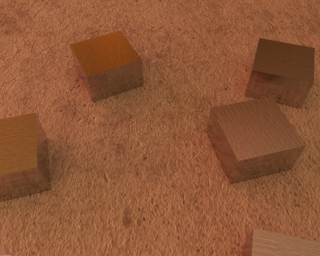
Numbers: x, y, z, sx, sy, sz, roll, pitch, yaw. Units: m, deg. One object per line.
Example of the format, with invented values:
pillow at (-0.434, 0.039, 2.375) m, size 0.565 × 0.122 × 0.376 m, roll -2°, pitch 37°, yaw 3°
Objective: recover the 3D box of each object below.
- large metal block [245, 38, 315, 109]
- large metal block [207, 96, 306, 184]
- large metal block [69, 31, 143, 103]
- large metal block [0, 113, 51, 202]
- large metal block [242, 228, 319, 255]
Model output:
large metal block at (0.176, -0.082, 0.457) m, size 0.080 × 0.050 × 0.080 m, roll 14°, pitch 52°, yaw 12°
large metal block at (0.111, 0.013, 0.376) m, size 0.081 × 0.050 × 0.080 m, roll -11°, pitch 51°, yaw -10°
large metal block at (-0.080, -0.094, 0.465) m, size 0.081 × 0.050 × 0.080 m, roll -21°, pitch 53°, yaw -17°
large metal block at (-0.176, 0.035, 0.356) m, size 0.081 × 0.050 × 0.080 m, roll -12°, pitch 51°, yaw -10°
large metal block at (0.114, 0.143, 0.268) m, size 0.080 × 0.050 × 0.080 m, roll 11°, pitch 51°, yaw 9°
